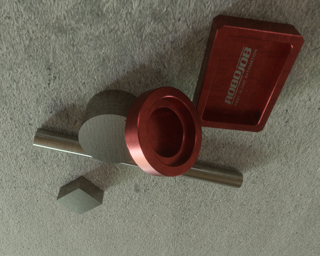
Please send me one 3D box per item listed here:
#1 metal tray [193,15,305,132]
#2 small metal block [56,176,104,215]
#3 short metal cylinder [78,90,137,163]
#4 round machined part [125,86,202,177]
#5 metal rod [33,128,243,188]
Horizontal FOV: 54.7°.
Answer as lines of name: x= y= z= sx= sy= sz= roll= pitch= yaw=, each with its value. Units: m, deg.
metal tray: x=0.093 y=-0.056 z=0.356 sx=0.091 sy=0.030 sz=0.129 roll=6 pitch=130 yaw=-5
small metal block: x=-0.127 y=0.109 z=0.499 sx=0.050 sy=0.025 sz=0.050 roll=-29 pitch=125 yaw=22
short metal cylinder: x=-0.057 y=-0.001 z=0.389 sx=0.081 sy=0.050 sz=0.079 roll=0 pitch=130 yaw=0
round machined part: x=0.000 y=0.005 z=0.348 sx=0.042 sy=0.098 sz=0.098 roll=-9 pitch=137 yaw=46
metal rod: x=-0.022 y=0.046 z=0.446 sx=0.302 sy=0.025 sz=0.025 roll=13 pitch=129 yaw=-12
